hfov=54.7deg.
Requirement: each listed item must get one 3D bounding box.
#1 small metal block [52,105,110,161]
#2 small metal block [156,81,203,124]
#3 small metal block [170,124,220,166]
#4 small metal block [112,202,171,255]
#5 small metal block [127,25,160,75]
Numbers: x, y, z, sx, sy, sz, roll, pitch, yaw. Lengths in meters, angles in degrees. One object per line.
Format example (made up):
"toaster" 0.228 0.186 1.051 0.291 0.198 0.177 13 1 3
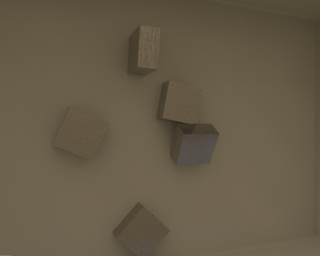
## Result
"small metal block" -0.096 0.006 0.375 0.050 0.025 0.050 26 82 -18
"small metal block" 0.027 -0.032 0.420 0.050 0.025 0.050 12 86 -20
"small metal block" 0.045 0.022 0.415 0.050 0.025 0.050 0 123 -20
"small metal block" -0.024 0.134 0.402 0.050 0.025 0.050 46 76 -14
"small metal block" -0.021 -0.096 0.389 0.025 0.050 0.050 4 89 -20
